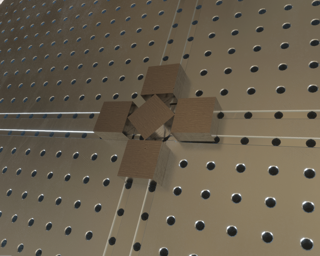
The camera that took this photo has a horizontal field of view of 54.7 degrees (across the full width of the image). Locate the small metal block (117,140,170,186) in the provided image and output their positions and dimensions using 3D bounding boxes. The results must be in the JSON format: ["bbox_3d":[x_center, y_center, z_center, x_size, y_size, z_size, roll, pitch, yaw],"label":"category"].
[{"bbox_3d":[-0.020,0.043,0.391,0.050,0.025,0.050,1,62,28],"label":"small metal block"}]

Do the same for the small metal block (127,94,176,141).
[{"bbox_3d":[-0.008,-0.010,0.417,0.050,0.025,0.050,-41,51,0],"label":"small metal block"}]

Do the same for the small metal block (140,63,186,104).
[{"bbox_3d":[0.005,-0.062,0.442,0.050,0.025,0.050,0,61,27],"label":"small metal block"}]

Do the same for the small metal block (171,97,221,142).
[{"bbox_3d":[0.046,-0.010,0.389,0.050,0.025,0.050,0,62,27],"label":"small metal block"}]

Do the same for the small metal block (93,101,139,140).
[{"bbox_3d":[-0.061,-0.011,0.445,0.050,0.025,0.050,2,62,28],"label":"small metal block"}]
